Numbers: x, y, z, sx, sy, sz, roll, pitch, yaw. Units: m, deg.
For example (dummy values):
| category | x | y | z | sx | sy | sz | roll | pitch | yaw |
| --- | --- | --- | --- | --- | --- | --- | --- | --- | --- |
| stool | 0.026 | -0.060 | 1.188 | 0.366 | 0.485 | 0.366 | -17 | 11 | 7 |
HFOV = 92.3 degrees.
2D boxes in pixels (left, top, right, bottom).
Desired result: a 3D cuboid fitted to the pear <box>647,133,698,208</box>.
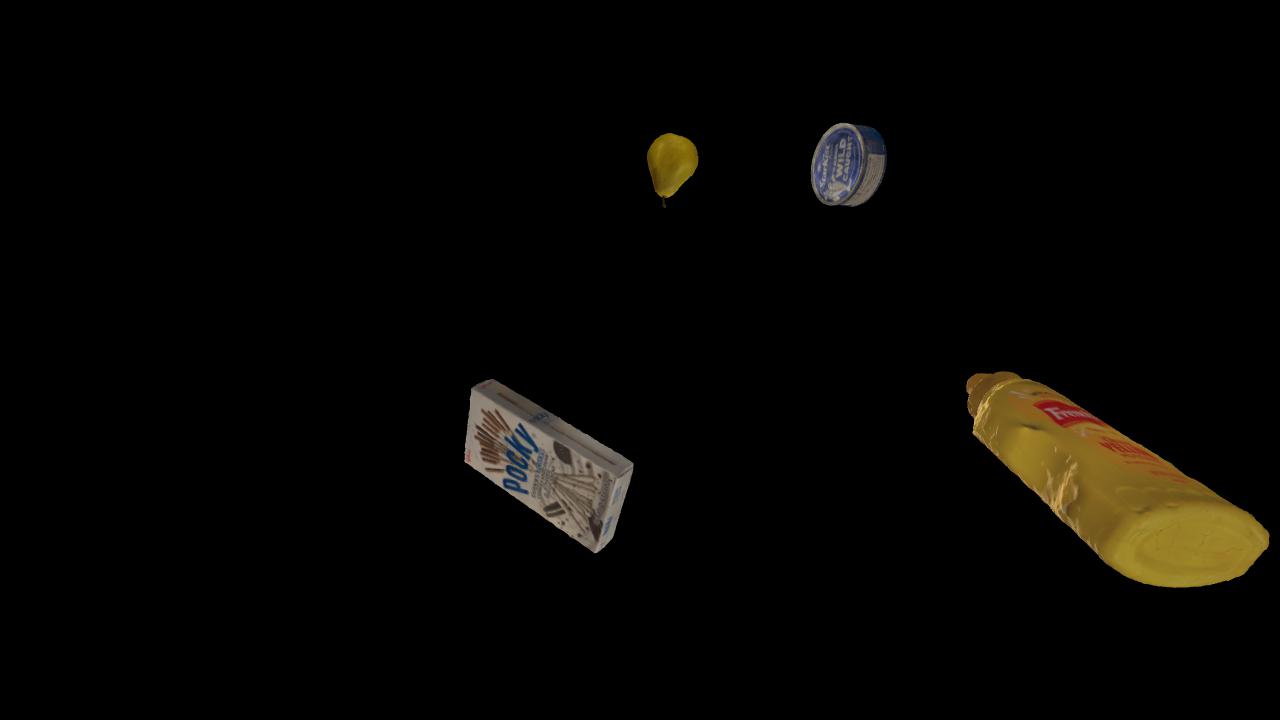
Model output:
| category | x | y | z | sx | sy | sz | roll | pitch | yaw |
| --- | --- | --- | --- | --- | --- | --- | --- | --- | --- |
| pear | 0.042 | -0.290 | 0.953 | 0.080 | 0.111 | 0.080 | 22 | -2 | 1 |

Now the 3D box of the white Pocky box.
| category | x | y | z | sx | sy | sz | roll | pitch | yaw |
| --- | --- | --- | --- | --- | --- | --- | --- | --- | --- |
| white Pocky box | -0.081 | 0.085 | 0.512 | 0.154 | 0.084 | 0.028 | 28 | 31 | 22 |

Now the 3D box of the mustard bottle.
| category | x | y | z | sx | sy | sz | roll | pitch | yaw |
| --- | --- | --- | --- | --- | --- | --- | --- | --- | --- |
| mustard bottle | 0.265 | 0.056 | 0.386 | 0.092 | 0.054 | 0.184 | 4 | 25 | -8 |

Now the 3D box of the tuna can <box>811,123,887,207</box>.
| category | x | y | z | sx | sy | sz | roll | pitch | yaw |
| --- | --- | --- | --- | --- | --- | --- | --- | --- | --- |
| tuna can | 0.221 | -0.207 | 0.656 | 0.034 | 0.084 | 0.084 | -3 | 1 | -22 |
